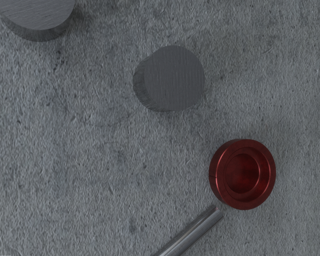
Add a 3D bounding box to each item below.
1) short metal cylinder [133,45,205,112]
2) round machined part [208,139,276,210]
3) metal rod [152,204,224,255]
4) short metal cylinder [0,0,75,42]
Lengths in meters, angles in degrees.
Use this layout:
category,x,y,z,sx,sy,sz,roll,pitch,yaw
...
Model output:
category,x,y,z,sx,sy,sz,roll,pitch,yaw
short metal cylinder,0.010,-0.061,0.401,0.081,0.050,0.079,0,90,-21
round machined part,0.112,0.064,0.443,0.099,0.042,0.097,0,90,-21
metal rod,-0.035,0.203,0.397,0.301,0.025,0.025,-36,102,-17
short metal cylinder,-0.138,-0.142,0.345,0.081,0.050,0.079,0,90,-21
